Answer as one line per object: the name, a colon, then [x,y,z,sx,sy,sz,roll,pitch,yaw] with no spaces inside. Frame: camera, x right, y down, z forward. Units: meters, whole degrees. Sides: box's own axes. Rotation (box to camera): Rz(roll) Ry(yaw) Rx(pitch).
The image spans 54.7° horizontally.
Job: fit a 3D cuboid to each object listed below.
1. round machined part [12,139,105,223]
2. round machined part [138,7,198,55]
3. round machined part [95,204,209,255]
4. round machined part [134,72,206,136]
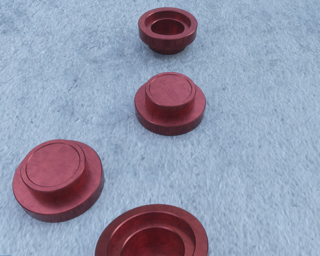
round machined part: [-0.115,0.051,0.348,0.099,0.042,0.098,0,50,0]
round machined part: [0.013,-0.162,0.529,0.099,0.042,0.098,0,50,0]
round machined part: [-0.005,0.118,0.279,0.099,0.042,0.098,-5,29,3]
round machined part: [0.014,-0.040,0.426,0.099,0.042,0.098,0,50,0]
